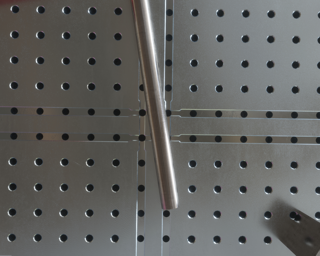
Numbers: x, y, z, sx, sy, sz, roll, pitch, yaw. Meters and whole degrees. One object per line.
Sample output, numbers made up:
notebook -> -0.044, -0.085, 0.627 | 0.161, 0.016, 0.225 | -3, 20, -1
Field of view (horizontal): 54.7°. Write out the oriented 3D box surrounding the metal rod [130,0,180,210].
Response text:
metal rod -> -0.008, -0.042, 0.413 | 0.025, 0.025, 0.298 | -9, 90, 0

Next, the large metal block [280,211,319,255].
large metal block -> 0.214, 0.157, 0.389 | 0.080, 0.080, 0.050 | 32, 90, -1
